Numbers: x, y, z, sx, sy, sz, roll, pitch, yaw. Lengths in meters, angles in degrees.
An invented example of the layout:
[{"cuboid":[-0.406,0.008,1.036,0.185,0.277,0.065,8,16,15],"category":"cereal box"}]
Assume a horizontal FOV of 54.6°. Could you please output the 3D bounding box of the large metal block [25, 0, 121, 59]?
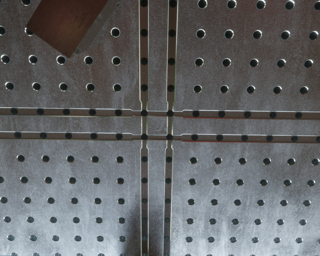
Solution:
[{"cuboid":[-0.088,-0.128,0.336,0.050,0.080,0.080,36,106,-12],"category":"large metal block"}]
